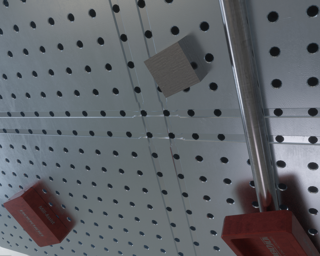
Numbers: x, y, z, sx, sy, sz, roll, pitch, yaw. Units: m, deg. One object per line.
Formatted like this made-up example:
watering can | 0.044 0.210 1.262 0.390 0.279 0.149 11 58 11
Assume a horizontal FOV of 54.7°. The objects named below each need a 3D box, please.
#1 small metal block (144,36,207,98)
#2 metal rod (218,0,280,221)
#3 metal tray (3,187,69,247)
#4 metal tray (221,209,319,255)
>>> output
small metal block | 0.018 -0.070 0.359 0.050 0.025 0.050 -22 107 36
metal rod | 0.103 -0.018 0.345 0.025 0.025 0.298 -4 117 30
metal tray | -0.268 0.196 0.670 0.090 0.030 0.130 -25 105 36
metal tray | 0.152 0.162 0.409 0.090 0.030 0.130 -19 122 35
